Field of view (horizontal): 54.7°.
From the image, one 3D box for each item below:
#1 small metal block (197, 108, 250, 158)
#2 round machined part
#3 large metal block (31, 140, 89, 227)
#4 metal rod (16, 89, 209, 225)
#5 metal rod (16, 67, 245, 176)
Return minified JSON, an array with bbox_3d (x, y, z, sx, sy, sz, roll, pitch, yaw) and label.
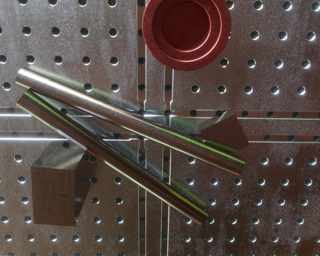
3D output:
[{"bbox_3d":[0.086,0.009,0.418,0.050,0.025,0.050,-27,108,9],"label":"small metal block"},{"bbox_3d":[0.029,-0.119,0.361,0.099,0.042,0.097,0,110,-1],"label":"round machined part"},{"bbox_3d":[-0.128,0.070,0.408,0.050,0.080,0.079,5,110,-2],"label":"large metal block"},{"bbox_3d":[-0.052,0.048,0.421,0.301,0.025,0.025,36,106,-16],"label":"metal rod"},{"bbox_3d":[-0.034,-0.007,0.395,0.301,0.025,0.025,23,108,-3],"label":"metal rod"}]
